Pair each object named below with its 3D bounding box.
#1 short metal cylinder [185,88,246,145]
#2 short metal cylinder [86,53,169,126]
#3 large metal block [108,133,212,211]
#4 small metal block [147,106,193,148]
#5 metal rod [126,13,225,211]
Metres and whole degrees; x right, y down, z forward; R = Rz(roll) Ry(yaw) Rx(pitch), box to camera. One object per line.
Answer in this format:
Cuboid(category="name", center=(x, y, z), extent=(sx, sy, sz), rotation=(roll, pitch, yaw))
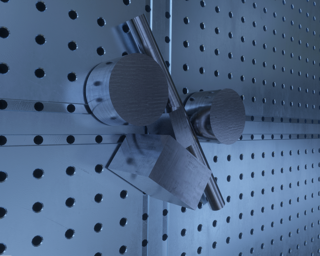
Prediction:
Cuboid(category="short metal cylinder", center=(0.081, -0.016, 0.456), extent=(0.081, 0.050, 0.079), rotation=(0, 90, -40))
Cuboid(category="short metal cylinder", center=(-0.037, -0.042, 0.357), extent=(0.081, 0.050, 0.079), rotation=(0, 90, -40))
Cuboid(category="large metal block", center=(0.000, 0.050, 0.368), extent=(0.080, 0.080, 0.050), rotation=(41, 66, -32))
Cuboid(category="small metal block", center=(0.010, 0.001, 0.396), extent=(0.025, 0.050, 0.050), rotation=(-27, 107, -37))
Cuboid(category="metal rod", center=(0.029, -0.008, 0.429), extent=(0.025, 0.025, 0.299), rotation=(-39, 114, -33))
